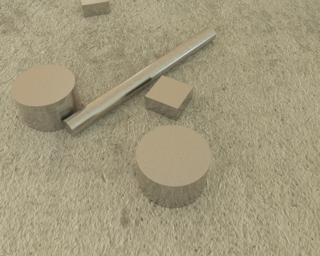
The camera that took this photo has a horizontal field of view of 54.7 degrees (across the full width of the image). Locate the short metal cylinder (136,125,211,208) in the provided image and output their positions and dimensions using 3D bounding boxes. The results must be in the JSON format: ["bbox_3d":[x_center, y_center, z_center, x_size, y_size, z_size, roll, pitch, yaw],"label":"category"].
[{"bbox_3d":[0.014,0.043,0.351,0.081,0.050,0.080,0,50,0],"label":"short metal cylinder"}]

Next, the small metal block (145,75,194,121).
[{"bbox_3d":[0.013,-0.043,0.440,0.050,0.025,0.050,23,53,17],"label":"small metal block"}]

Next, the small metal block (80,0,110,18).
[{"bbox_3d":[-0.129,-0.245,0.607,0.050,0.025,0.050,-14,52,-12],"label":"small metal block"}]

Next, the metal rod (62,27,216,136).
[{"bbox_3d":[-0.015,-0.082,0.472,0.025,0.025,0.302,36,58,26],"label":"metal rod"}]

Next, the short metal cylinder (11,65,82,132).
[{"bbox_3d":[-0.151,-0.041,0.419,0.081,0.050,0.080,0,50,0],"label":"short metal cylinder"}]
